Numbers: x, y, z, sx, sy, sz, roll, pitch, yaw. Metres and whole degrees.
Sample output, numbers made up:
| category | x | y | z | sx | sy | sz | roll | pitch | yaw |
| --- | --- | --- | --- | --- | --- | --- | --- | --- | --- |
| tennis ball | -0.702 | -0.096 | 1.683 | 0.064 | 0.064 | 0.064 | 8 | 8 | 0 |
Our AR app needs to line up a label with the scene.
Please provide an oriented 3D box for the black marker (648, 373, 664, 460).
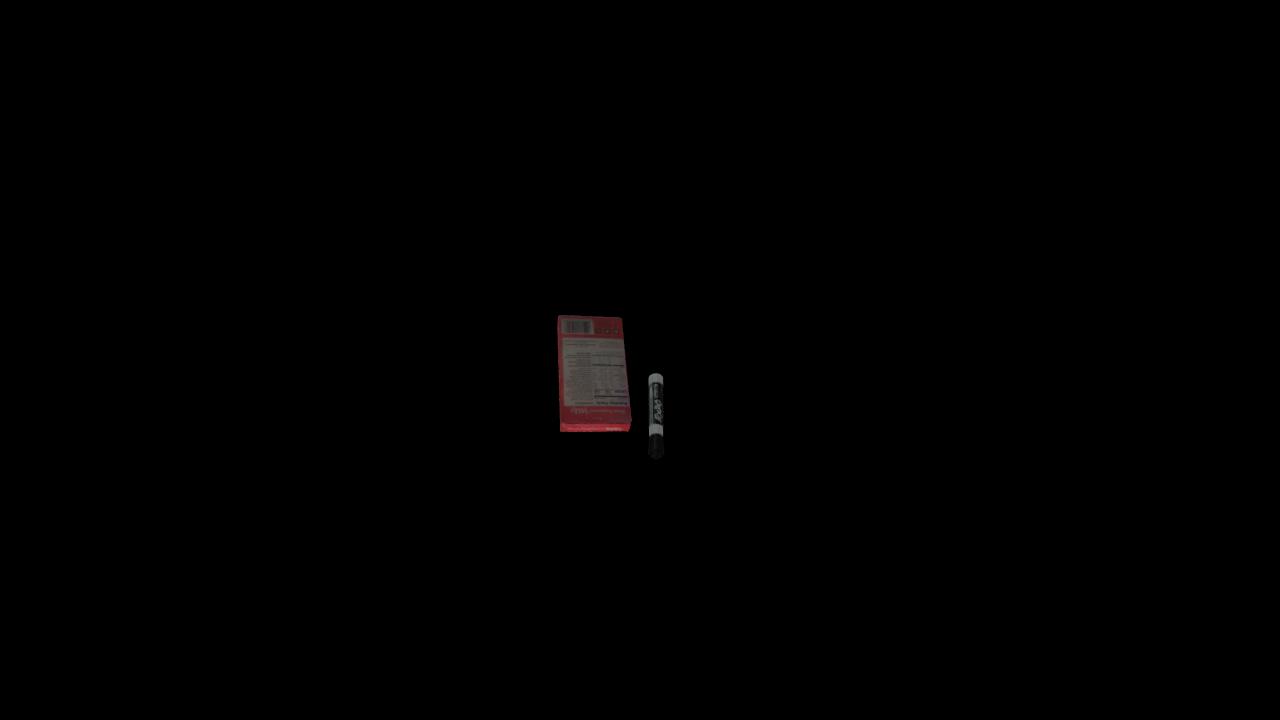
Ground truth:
| category | x | y | z | sx | sy | sz | roll | pitch | yaw |
| --- | --- | --- | --- | --- | --- | --- | --- | --- | --- |
| black marker | 0.019 | 0.067 | 0.741 | 0.020 | 0.121 | 0.020 | 0 | -43 | 0 |

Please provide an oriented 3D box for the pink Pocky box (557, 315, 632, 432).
| category | x | y | z | sx | sy | sz | roll | pitch | yaw |
| --- | --- | --- | --- | --- | --- | --- | --- | --- | --- |
| pink Pocky box | -0.059 | 0.015 | 0.759 | 0.084 | 0.155 | 0.029 | 1 | -32 | -12 |
